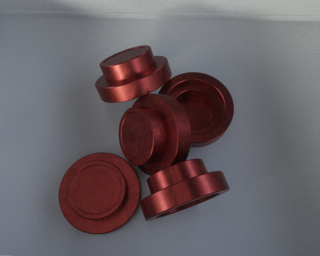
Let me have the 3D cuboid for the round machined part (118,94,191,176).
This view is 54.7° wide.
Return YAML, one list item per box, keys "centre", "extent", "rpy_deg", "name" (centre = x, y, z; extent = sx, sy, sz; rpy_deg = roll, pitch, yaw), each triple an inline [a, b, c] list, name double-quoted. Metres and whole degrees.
- centre: [-0.013, 0.009, 0.365]
  extent: [0.042, 0.098, 0.098]
  rpy_deg: [-4, 65, -40]
  name: "round machined part"

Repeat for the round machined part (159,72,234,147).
- centre: [0.044, -0.021, 0.408]
  extent: [0.099, 0.042, 0.098]
  rpy_deg: [0, 70, 0]
  name: "round machined part"

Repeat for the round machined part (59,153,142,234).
- centre: [-0.073, 0.076, 0.372]
  extent: [0.099, 0.042, 0.098]
  rpy_deg: [0, 70, 0]
  name: "round machined part"

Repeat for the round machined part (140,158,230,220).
- centre: [0.024, 0.067, 0.347]
  extent: [0.099, 0.098, 0.042]
  rpy_deg: [-19, 71, -7]
  name: "round machined part"

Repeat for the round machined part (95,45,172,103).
- centre: [-0.038, -0.074, 0.397]
  extent: [0.098, 0.042, 0.098]
  rpy_deg: [-16, 27, 8]
  name: "round machined part"
